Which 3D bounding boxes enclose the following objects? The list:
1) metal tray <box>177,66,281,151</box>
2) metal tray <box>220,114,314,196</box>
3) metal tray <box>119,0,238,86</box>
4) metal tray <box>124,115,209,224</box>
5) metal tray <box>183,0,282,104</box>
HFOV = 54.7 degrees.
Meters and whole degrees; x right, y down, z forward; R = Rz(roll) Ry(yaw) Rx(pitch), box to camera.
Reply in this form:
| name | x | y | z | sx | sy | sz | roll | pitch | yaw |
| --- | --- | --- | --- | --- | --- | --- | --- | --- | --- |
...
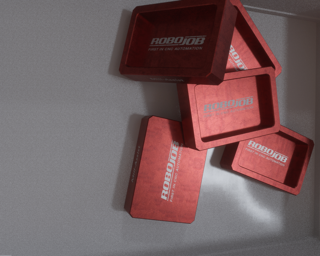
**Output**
| name | x | y | z | sx | sy | sz | roll | pitch | yaw |
| --- | --- | --- | --- | --- | --- | --- | --- | --- | --- |
| metal tray | 0.092 | -0.028 | 0.405 | 0.131 | 0.030 | 0.089 | -11 | 98 | -20 |
| metal tray | 0.164 | 0.039 | 0.467 | 0.131 | 0.030 | 0.090 | 23 | 82 | -19 |
| metal tray | 0.017 | -0.100 | 0.363 | 0.030 | 0.130 | 0.090 | 18 | 83 | -53 |
| metal tray | 0.011 | 0.055 | 0.412 | 0.091 | 0.030 | 0.129 | 12 | 86 | -20 |
| metal tray | 0.102 | -0.102 | 0.434 | 0.090 | 0.030 | 0.130 | -44 | 109 | -9 |
